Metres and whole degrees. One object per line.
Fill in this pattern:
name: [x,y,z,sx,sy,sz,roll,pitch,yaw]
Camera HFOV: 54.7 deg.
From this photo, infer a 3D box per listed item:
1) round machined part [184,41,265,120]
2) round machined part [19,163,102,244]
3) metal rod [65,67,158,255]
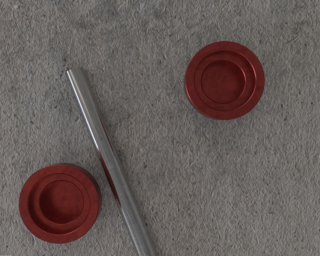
round machined part: [0.080,-0.059,0.402,0.099,0.042,0.097,0,90,0]
round machined part: [-0.124,0.094,0.401,0.099,0.042,0.097,0,90,0]
metal rod: [-0.058,0.063,0.409,0.025,0.025,0.299,-22,90,0]
